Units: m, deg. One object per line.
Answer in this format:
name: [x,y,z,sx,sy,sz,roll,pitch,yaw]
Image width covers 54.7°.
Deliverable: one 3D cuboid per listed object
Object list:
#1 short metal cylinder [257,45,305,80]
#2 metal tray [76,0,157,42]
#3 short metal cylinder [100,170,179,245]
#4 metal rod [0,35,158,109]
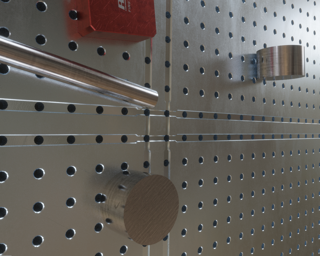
short metal cylinder: [0.215,-0.114,0.553,0.081,0.080,0.050,-4,93,-40]
metal tray: [-0.053,-0.172,0.361,0.091,0.030,0.129,-8,95,-40]
short metal cylinder: [-0.024,0.093,0.373,0.081,0.050,0.080,0,90,-40]
metal rod: [-0.124,-0.066,0.304,0.302,0.025,0.025,15,81,-39]
